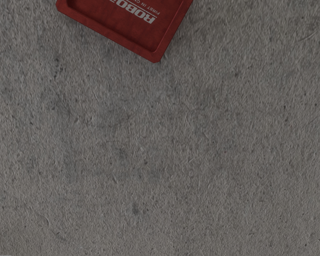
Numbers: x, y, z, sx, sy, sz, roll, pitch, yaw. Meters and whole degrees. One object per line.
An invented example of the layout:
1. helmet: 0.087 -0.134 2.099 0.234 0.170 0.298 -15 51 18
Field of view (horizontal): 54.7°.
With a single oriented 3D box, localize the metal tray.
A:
1. metal tray: -0.038 -0.144 0.353 0.131 0.030 0.090 27 108 -10
